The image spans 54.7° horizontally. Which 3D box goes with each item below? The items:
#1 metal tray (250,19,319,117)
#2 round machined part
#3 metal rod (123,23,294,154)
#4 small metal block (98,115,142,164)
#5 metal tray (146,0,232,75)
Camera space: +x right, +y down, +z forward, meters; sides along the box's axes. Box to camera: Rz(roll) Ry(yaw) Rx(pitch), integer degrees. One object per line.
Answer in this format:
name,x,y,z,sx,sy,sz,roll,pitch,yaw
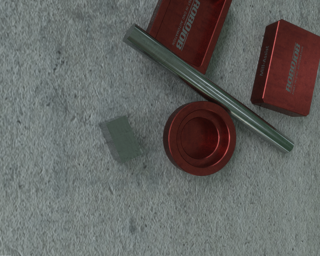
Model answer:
metal tray,0.198,-0.090,0.481,0.091,0.030,0.129,15,85,-20
round machined part,0.050,0.013,0.419,0.099,0.042,0.097,0,91,-20
metal rod,0.081,-0.040,0.420,0.301,0.025,0.025,31,80,-25
small metal block,-0.050,0.013,0.378,0.025,0.050,0.050,-24,98,-19
metal tray,0.037,-0.144,0.420,0.091,0.030,0.130,23,82,-19
